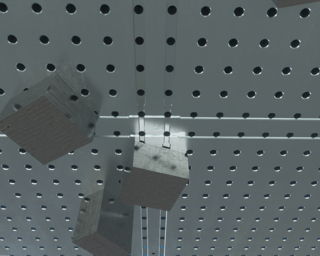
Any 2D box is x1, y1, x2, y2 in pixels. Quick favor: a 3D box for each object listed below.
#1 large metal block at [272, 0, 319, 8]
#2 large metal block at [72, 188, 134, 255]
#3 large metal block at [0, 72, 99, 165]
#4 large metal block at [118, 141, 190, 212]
[{"bbox_3d":[0.137,-0.157,0.264,0.080,0.050,0.080,-8,130,6],"label":"large metal block"},{"bbox_3d":[-0.090,0.161,0.512,0.050,0.080,0.080,-28,125,21],"label":"large metal block"},{"bbox_3d":[-0.137,-0.010,0.385,0.080,0.050,0.080,-25,126,19],"label":"large metal block"},{"bbox_3d":[-0.010,0.073,0.457,0.081,0.050,0.079,14,129,-13],"label":"large metal block"}]
